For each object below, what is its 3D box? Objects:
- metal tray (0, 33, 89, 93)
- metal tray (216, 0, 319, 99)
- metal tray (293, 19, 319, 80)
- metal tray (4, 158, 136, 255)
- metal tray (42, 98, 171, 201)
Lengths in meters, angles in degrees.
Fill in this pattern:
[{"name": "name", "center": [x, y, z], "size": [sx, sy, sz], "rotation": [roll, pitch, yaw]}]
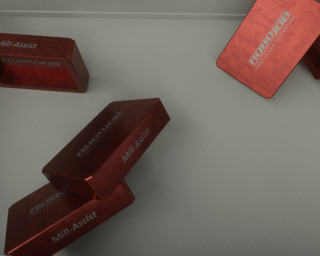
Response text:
[{"name": "metal tray", "center": [-0.168, -0.082, 0.403], "size": [0.131, 0.090, 0.030], "rotation": [4, 70, 1]}, {"name": "metal tray", "center": [0.149, -0.116, 0.413], "size": [0.090, 0.030, 0.129], "rotation": [37, 110, 12]}, {"name": "metal tray", "center": [0.238, -0.133, 0.395], "size": [0.030, 0.129, 0.090], "rotation": [7, 51, -25]}, {"name": "metal tray", "center": [-0.101, 0.085, 0.345], "size": [0.131, 0.090, 0.030], "rotation": [-31, 116, -11]}, {"name": "metal tray", "center": [-0.058, 0.017, 0.352], "size": [0.090, 0.030, 0.131], "rotation": [0, 39, 41]}]
